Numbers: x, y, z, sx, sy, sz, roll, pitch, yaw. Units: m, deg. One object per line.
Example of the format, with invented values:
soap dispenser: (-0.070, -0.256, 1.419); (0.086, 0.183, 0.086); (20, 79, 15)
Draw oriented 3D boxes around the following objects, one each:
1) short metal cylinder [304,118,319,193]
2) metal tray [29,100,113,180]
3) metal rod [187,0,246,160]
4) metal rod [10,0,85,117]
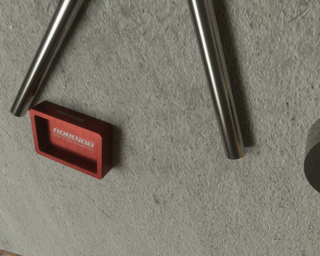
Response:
short metal cylinder: (0.189, 0.028, 0.308); (0.080, 0.050, 0.079); (13, 124, 20)
metal tray: (-0.138, 0.019, 0.485); (0.130, 0.030, 0.089); (19, 126, 16)
metal rod: (0.049, -0.099, 0.319); (0.025, 0.025, 0.298); (-4, 117, 30)
metal rod: (-0.148, -0.109, 0.415); (0.025, 0.025, 0.299); (44, 129, -3)
